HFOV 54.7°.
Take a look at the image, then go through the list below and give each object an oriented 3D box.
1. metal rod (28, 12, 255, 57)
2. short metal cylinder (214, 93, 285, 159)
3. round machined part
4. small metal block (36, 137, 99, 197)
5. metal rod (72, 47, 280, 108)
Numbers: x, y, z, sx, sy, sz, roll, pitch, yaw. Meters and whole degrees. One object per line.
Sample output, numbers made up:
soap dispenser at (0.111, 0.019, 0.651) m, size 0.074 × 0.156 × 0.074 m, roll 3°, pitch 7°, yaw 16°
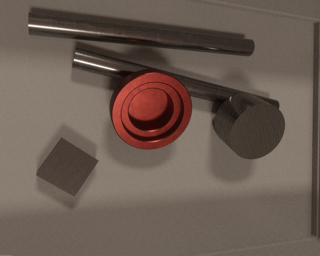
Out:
metal rod at (-0.009, -0.119, 0.408) m, size 0.303 × 0.025 × 0.025 m, roll 0°, pitch 90°, yaw -21°
short metal cylinder at (0.123, -0.003, 0.430) m, size 0.081 × 0.050 × 0.079 m, roll -6°, pitch 114°, yaw -14°
round machined part at (-0.014, -0.026, 0.385) m, size 0.099 × 0.042 × 0.097 m, roll -6°, pitch 115°, yaw -14°
small metal block at (-0.110, 0.046, 0.370) m, size 0.050 × 0.025 × 0.050 m, roll 36°, pitch 78°, yaw -17°
metal rod at (0.036, -0.058, 0.424) m, size 0.302 × 0.025 × 0.025 m, roll 11°, pitch 86°, yaw -20°
